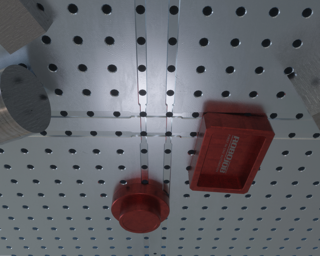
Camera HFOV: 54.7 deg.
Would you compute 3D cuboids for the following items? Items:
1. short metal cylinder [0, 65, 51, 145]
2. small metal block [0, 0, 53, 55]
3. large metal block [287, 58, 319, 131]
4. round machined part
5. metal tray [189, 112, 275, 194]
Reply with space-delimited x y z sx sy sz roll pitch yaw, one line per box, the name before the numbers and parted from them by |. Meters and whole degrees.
short metal cylinder | -0.171 -0.026 0.352 0.050 0.080 0.080 -17 128 14
small metal block | -0.149 -0.112 0.315 0.050 0.025 0.050 -24 127 18
large metal block | 0.201 -0.041 0.343 0.080 0.080 0.050 -30 124 22
round machined part | -0.033 0.141 0.520 0.099 0.042 0.097 0 130 0
metal tray | 0.096 0.041 0.443 0.091 0.030 0.129 5 130 -5
